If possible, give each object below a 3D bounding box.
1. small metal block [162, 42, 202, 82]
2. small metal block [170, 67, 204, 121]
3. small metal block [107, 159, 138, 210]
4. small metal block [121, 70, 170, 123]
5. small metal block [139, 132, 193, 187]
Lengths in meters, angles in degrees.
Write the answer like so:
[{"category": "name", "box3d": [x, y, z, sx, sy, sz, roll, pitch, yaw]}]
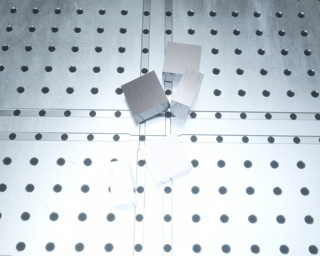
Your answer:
[{"category": "small metal block", "box3d": [0.032, -0.093, 0.446, 0.050, 0.025, 0.050, 8, 70, 2]}, {"category": "small metal block", "box3d": [0.035, -0.044, 0.415, 0.025, 0.050, 0.050, 23, 72, 7]}, {"category": "small metal block", "box3d": [-0.044, 0.069, 0.373, 0.025, 0.050, 0.050, -10, 71, -4]}, {"category": "small metal block", "box3d": [-0.019, -0.043, 0.421, 0.050, 0.025, 0.050, -25, 69, 2]}, {"category": "small metal block", "box3d": [0.007, 0.040, 0.397, 0.050, 0.025, 0.050, -23, 72, -9]}]
